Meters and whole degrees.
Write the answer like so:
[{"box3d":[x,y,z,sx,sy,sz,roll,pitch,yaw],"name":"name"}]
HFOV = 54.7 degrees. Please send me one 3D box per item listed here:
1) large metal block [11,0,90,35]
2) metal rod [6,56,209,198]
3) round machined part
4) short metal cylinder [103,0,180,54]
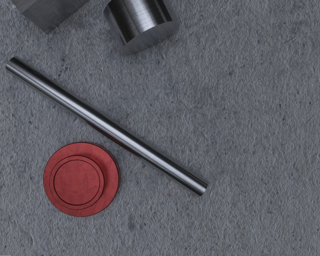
[{"box3d":[-0.138,-0.171,0.381,0.080,0.080,0.050,-40,90,0],"name":"large metal block"},{"box3d":[-0.068,-0.001,0.409,0.301,0.025,0.025,33,90,-1],"name":"metal rod"},{"box3d":[-0.102,0.067,0.400,0.099,0.042,0.097,0,90,-1],"name":"round machined part"},{"box3d":[-0.022,-0.133,0.382,0.080,0.080,0.050,-26,90,0],"name":"short metal cylinder"}]
